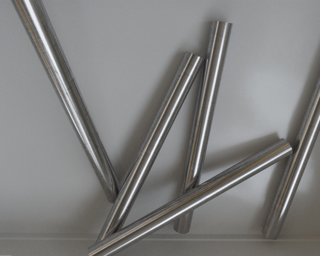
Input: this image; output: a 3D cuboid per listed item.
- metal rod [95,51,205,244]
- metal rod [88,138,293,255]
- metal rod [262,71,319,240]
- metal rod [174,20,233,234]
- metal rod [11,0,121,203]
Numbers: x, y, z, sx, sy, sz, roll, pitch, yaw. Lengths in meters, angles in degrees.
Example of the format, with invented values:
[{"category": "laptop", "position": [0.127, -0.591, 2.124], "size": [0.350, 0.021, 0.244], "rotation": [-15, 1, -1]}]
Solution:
[{"category": "metal rod", "position": [-0.020, 0.042, 0.411], "size": [0.025, 0.025, 0.298], "rotation": [24, 102, -9]}, {"category": "metal rod", "position": [0.042, 0.098, 0.418], "size": [0.301, 0.025, 0.025], "rotation": [-29, 108, -2]}, {"category": "metal rod", "position": [0.195, 0.025, 0.423], "size": [0.025, 0.025, 0.298], "rotation": [10, 110, -4]}, {"category": "metal rod", "position": [0.053, 0.013, 0.416], "size": [0.025, 0.025, 0.298], "rotation": [7, 110, -3]}, {"category": "metal rod", "position": [-0.094, -0.016, 0.358], "size": [0.025, 0.025, 0.298], "rotation": [-12, 127, 4]}]
